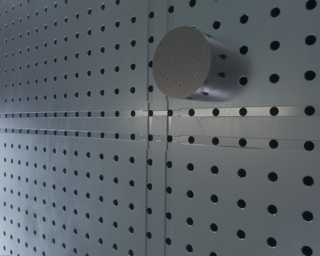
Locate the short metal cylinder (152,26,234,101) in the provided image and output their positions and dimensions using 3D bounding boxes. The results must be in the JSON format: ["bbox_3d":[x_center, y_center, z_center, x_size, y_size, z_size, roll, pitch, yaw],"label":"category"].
[{"bbox_3d":[0.038,-0.072,0.363,0.080,0.050,0.080,0,90,40],"label":"short metal cylinder"}]
